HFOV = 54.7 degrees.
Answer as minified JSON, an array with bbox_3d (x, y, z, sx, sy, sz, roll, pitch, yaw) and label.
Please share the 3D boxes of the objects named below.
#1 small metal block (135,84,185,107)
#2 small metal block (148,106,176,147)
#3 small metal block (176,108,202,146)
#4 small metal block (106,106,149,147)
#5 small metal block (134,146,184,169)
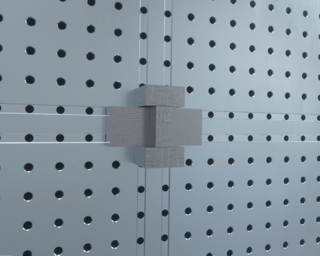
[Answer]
[{"bbox_3d":[-0.001,-0.039,0.399,0.050,0.050,0.025,1,90,-20],"label":"small metal block"},{"bbox_3d":[-0.002,-0.002,0.399,0.025,0.050,0.050,1,90,-20],"label":"small metal block"},{"bbox_3d":[0.029,-0.001,0.424,0.050,0.025,0.050,1,90,-21],"label":"small metal block"},{"bbox_3d":[-0.042,-0.002,0.398,0.050,0.025,0.050,1,90,-21],"label":"small metal block"},{"bbox_3d":[-0.002,0.036,0.399,0.050,0.050,0.025,1,90,-20],"label":"small metal block"}]
